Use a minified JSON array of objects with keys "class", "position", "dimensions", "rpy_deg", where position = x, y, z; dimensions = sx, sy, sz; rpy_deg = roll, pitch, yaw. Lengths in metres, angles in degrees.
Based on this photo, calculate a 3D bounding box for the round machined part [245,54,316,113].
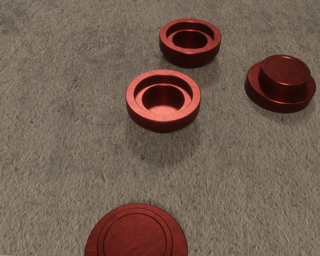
[{"class":"round machined part","position":[0.178,-0.071,0.454],"dimensions":[0.099,0.042,0.098],"rpy_deg":[0,50,0]}]

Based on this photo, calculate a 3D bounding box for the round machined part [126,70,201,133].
[{"class":"round machined part","position":[0.004,-0.031,0.419],"dimensions":[0.099,0.042,0.098],"rpy_deg":[0,50,0]}]

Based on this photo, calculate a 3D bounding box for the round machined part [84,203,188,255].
[{"class":"round machined part","position":[-0.023,0.116,0.294],"dimensions":[0.099,0.042,0.098],"rpy_deg":[0,50,0]}]

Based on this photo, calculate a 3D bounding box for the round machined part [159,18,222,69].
[{"class":"round machined part","position":[0.048,-0.135,0.506],"dimensions":[0.099,0.042,0.098],"rpy_deg":[0,50,0]}]
